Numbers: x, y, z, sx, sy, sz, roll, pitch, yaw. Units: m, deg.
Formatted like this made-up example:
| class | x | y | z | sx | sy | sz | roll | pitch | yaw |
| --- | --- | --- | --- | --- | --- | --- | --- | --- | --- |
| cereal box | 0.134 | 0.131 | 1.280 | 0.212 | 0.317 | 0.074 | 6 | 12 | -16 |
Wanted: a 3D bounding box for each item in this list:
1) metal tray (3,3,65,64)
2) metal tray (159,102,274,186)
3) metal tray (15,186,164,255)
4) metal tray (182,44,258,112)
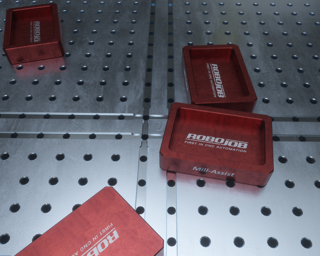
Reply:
| class | x | y | z | sx | sy | sz | roll | pitch | yaw |
| --- | --- | --- | --- | --- | --- | --- | --- | --- | --- |
| metal tray | -0.221 | -0.170 | 0.546 | 0.091 | 0.030 | 0.130 | -12 | 51 | -10 |
| metal tray | 0.071 | 0.017 | 0.390 | 0.131 | 0.030 | 0.090 | 9 | 51 | 7 |
| metal tray | -0.071 | 0.128 | 0.297 | 0.131 | 0.030 | 0.090 | -36 | 59 | -26 |
| metal tray | 0.084 | -0.075 | 0.467 | 0.091 | 0.030 | 0.130 | -2 | 50 | -2 |
